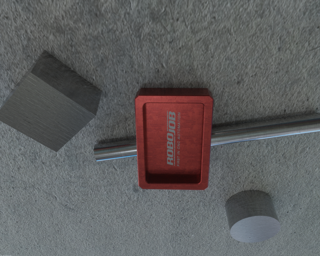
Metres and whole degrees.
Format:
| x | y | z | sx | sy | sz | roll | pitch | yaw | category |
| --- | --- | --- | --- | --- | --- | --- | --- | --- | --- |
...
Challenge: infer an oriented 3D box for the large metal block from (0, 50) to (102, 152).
| x | y | z | sx | sy | sz | roll | pitch | yaw | category |
| --- | --- | --- | --- | --- | --- | --- | --- | --- | --- |
| -0.128 | -0.029 | 0.364 | 0.080 | 0.050 | 0.080 | 36 | 121 | -27 | large metal block |

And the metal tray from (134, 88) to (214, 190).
| x | y | z | sx | sy | sz | roll | pitch | yaw | category |
| --- | --- | --- | --- | --- | --- | --- | --- | --- | --- |
| 0.017 | 0.016 | 0.391 | 0.091 | 0.030 | 0.129 | 0 | 114 | 2 | metal tray |

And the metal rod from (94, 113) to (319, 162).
| x | y | z | sx | sy | sz | roll | pitch | yaw | category |
| --- | --- | --- | --- | --- | --- | --- | --- | --- | --- |
| 0.060 | 0.013 | 0.419 | 0.302 | 0.025 | 0.025 | -8 | 130 | 6 | metal rod |

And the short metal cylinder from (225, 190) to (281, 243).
| x | y | z | sx | sy | sz | roll | pitch | yaw | category |
| --- | --- | --- | --- | --- | --- | --- | --- | --- | --- |
| 0.154 | 0.149 | 0.520 | 0.081 | 0.050 | 0.079 | 0 | 130 | 0 | short metal cylinder |
